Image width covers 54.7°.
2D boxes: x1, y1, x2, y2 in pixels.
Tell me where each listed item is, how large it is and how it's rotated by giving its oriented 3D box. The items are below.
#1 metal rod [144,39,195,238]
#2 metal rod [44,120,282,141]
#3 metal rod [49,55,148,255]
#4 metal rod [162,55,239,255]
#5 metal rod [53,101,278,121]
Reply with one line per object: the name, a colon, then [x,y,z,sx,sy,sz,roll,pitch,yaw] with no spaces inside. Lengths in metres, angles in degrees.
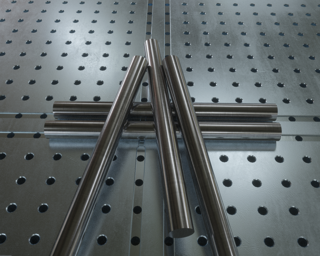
metal rod: [0.004,-0.015,0.388,0.025,0.025,0.300,-5,50,-4]
metal rod: [0.004,0.003,0.405,0.302,0.025,0.025,1,50,0]
metal rod: [-0.065,0.029,0.359,0.025,0.025,0.300,11,58,9]
metal rod: [0.043,0.030,0.359,0.025,0.025,0.299,-8,58,-7]
metal rod: [0.007,-0.023,0.428,0.302,0.025,0.025,1,50,0]
